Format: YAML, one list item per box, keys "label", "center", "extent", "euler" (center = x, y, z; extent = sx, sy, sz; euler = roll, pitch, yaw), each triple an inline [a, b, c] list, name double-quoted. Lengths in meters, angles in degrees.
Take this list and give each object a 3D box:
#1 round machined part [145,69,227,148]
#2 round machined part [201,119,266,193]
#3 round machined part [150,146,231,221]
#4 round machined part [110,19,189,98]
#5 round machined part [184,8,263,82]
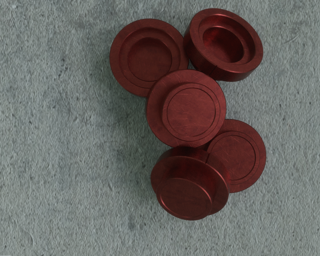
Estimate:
- label: "round machined part"
  center: [0.033, -0.021, 0.370]
  extent: [0.099, 0.042, 0.097]
  euler: [-2, 101, -8]
- label: "round machined part"
  center: [0.090, 0.037, 0.404]
  extent: [0.099, 0.042, 0.097]
  euler: [0, 90, -1]
- label: "round machined part"
  center: [0.034, 0.074, 0.378]
  extent: [0.098, 0.042, 0.097]
  euler: [11, 125, 16]
- label: "round machined part"
  center: [-0.013, -0.087, 0.402]
  extent: [0.099, 0.042, 0.097]
  euler: [0, 90, -1]
- label: "round machined part"
  center: [0.075, -0.099, 0.390]
  extent: [0.099, 0.042, 0.098]
  euler: [8, 63, -16]
